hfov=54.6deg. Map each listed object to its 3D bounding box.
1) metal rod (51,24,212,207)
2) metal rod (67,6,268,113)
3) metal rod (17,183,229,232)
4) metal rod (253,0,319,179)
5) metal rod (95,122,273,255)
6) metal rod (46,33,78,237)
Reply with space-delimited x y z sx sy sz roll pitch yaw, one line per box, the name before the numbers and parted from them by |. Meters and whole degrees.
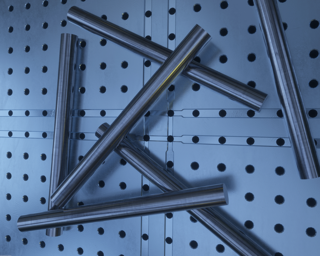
metal rod | -0.045 -0.007 0.401 0.025 0.025 0.299 46 104 14
metal rod | -0.003 -0.098 0.413 0.300 0.025 0.025 29 100 17
metal rod | -0.062 0.108 0.407 0.300 0.025 0.025 -13 86 19
metal rod | 0.138 -0.090 0.363 0.025 0.025 0.299 -15 85 19
metal rod | 0.032 0.090 0.401 0.300 0.025 0.025 37 102 16
metal rod | -0.147 0.011 0.465 0.025 0.025 0.298 6 92 20
